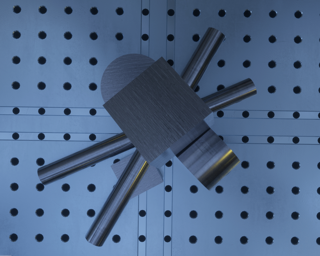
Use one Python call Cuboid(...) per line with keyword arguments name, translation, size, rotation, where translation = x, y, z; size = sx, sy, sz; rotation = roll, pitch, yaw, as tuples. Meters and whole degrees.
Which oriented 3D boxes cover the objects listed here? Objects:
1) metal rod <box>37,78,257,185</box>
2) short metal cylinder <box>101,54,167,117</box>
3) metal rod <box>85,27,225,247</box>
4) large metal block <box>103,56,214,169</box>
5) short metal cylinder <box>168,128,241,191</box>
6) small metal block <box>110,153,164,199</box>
Cuboid(name="metal rod", translation=(-0.016, 0.005, 0.409), size=(0.301, 0.025, 0.025), rotation=(-23, 90, 0))
Cuboid(name="short metal cylinder", translation=(-0.031, -0.050, 0.397), size=(0.081, 0.050, 0.079), rotation=(0, 90, 0))
Cuboid(name="metal rod", translation=(-0.006, 0.010, 0.385), size=(0.025, 0.025, 0.299), rotation=(31, 89, 0))
Cuboid(name="large metal block", translation=(0.001, -0.014, 0.334), size=(0.080, 0.050, 0.080), rotation=(-40, 73, 1))
Cuboid(name="short metal cylinder", translation=(0.052, 0.031, 0.383), size=(0.050, 0.080, 0.080), rotation=(-43, 90, 1))
Cuboid(name="small metal block", translation=(-0.030, 0.059, 0.410), size=(0.050, 0.025, 0.050), rotation=(-28, 90, 0))
